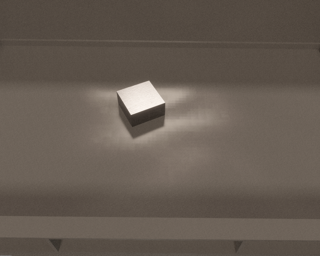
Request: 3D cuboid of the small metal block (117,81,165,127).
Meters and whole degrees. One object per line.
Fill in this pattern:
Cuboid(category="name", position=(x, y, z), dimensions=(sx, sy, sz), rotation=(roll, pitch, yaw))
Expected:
Cuboid(category="small metal block", position=(-0.027, -0.035, 0.434), dimensions=(0.050, 0.025, 0.050), rotation=(-21, 53, -17))
